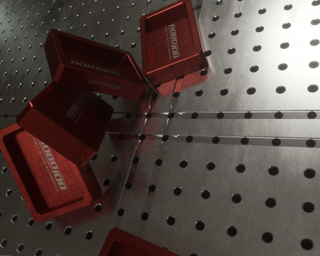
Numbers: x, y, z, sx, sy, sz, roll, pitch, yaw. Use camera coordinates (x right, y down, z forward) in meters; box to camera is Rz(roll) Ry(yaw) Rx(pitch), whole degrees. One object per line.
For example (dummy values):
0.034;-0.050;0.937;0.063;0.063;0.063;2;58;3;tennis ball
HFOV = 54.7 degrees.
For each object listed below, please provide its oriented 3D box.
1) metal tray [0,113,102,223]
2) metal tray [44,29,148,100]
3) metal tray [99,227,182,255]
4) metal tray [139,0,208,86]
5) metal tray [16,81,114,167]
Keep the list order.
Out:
-0.143;0.047;0.400;0.090;0.030;0.129;-23;94;14;metal tray
-0.090;-0.089;0.443;0.030;0.131;0.090;-55;44;30;metal tray
-0.011;0.165;0.308;0.130;0.030;0.090;11;67;32;metal tray
0.017;-0.136;0.477;0.090;0.030;0.130;-17;55;17;metal tray
-0.112;-0.017;0.397;0.030;0.090;0.130;-45;18;20;metal tray
